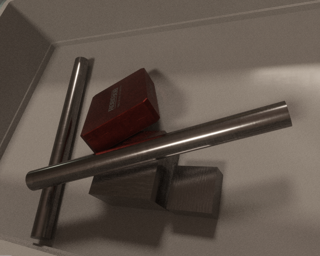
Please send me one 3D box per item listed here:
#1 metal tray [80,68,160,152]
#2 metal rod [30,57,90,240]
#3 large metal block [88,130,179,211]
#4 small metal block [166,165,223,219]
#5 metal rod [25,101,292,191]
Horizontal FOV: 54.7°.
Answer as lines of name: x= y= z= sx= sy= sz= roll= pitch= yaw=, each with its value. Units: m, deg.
metal tray: x=-0.050 y=-0.028 z=0.409 sx=0.090 sy=0.030 sz=0.130 roll=-28 pitch=26 yaw=9
metal rod: x=-0.145 y=0.012 z=0.472 sx=0.025 sy=0.025 sz=0.299 roll=-10 pitch=57 yaw=22
large metal block: x=-0.028 y=0.051 z=0.372 sx=0.080 sy=0.050 sz=0.080 roll=-2 pitch=61 yaw=27
small metal block: x=0.039 y=0.070 z=0.341 sx=0.050 sy=0.025 sz=0.050 roll=-1 pitch=61 yaw=27
metal rod: x=-0.018 y=0.026 z=0.334 sx=0.301 sy=0.025 sz=0.025 roll=-16 pitch=56 yaw=18
